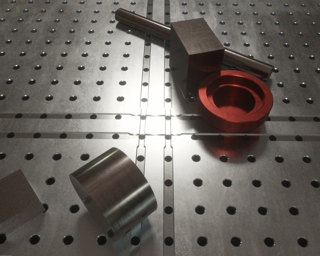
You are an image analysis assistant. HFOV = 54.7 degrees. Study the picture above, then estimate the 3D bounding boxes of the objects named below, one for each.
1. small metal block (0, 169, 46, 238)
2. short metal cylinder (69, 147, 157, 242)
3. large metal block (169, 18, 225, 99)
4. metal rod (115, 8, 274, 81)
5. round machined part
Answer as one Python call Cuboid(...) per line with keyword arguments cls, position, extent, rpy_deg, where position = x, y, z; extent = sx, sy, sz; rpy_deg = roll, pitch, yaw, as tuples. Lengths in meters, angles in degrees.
Cuboid(cls="small metal block", position=(-0.162, 0.081, 0.338), extent=(0.050, 0.025, 0.050), rpy_deg=(-31, 57, -24))
Cuboid(cls="short metal cylinder", position=(-0.048, 0.067, 0.315), extent=(0.050, 0.080, 0.080), rpy_deg=(-34, 58, -25))
Cuboid(cls="large metal block", position=(0.051, -0.104, 0.460), extent=(0.050, 0.080, 0.080), rpy_deg=(-12, 51, -11))
Cuboid(cls="metal rod", position=(0.047, -0.150, 0.533), extent=(0.300, 0.025, 0.025), rpy_deg=(28, 55, 21))
Cuboid(cls="round machined part", position=(0.099, -0.032, 0.424), extent=(0.099, 0.042, 0.098), rpy_deg=(1, 51, -1))
